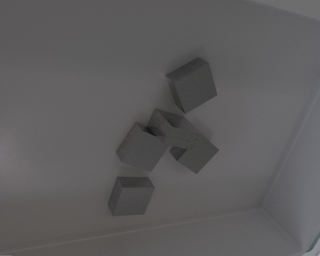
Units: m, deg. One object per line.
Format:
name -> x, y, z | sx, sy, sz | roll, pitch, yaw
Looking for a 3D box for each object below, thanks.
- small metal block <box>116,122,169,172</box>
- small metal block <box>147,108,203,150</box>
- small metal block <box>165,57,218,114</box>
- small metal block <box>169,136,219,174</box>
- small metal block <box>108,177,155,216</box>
small metal block -> -0.022, 0.026, 0.413 | 0.050, 0.025, 0.050 | 25, 105, -37
small metal block -> 0.019, 0.002, 0.404 | 0.050, 0.050, 0.025 | 14, 111, -34
small metal block -> 0.041, -0.054, 0.397 | 0.050, 0.025, 0.050 | -31, 129, -9
small metal block -> 0.051, 0.034, 0.457 | 0.050, 0.025, 0.050 | -48, 129, 6
small metal block -> -0.042, 0.098, 0.446 | 0.050, 0.025, 0.050 | 7, 115, -32
